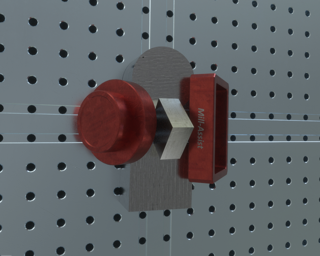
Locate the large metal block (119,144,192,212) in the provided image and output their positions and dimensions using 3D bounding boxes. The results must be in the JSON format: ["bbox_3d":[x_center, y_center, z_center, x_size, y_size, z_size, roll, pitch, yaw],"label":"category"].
[{"bbox_3d":[-0.006,0.059,0.397,0.081,0.050,0.080,2,89,-20],"label":"large metal block"}]

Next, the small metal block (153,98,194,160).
[{"bbox_3d":[0.011,0.001,0.358,0.025,0.050,0.050,0,132,-23],"label":"small metal block"}]

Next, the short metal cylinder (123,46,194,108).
[{"bbox_3d":[-0.003,-0.059,0.397,0.081,0.050,0.080,0,90,-20],"label":"short metal cylinder"}]

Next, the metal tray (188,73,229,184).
[{"bbox_3d":[0.066,0.001,0.404,0.030,0.090,0.129,1,90,23],"label":"metal tray"}]

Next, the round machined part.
[{"bbox_3d":[-0.055,-0.006,0.349,0.042,0.098,0.097,2,89,-53],"label":"round machined part"}]
